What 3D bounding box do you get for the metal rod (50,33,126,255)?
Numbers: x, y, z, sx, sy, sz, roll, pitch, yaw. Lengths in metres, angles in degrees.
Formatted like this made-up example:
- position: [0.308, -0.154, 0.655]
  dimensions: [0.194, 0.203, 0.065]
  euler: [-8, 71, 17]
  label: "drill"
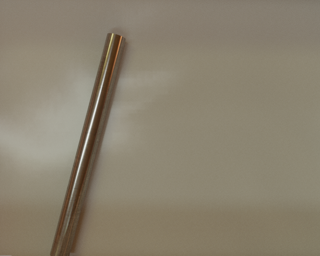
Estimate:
- position: [-0.095, 0.023, 0.410]
  dimensions: [0.025, 0.025, 0.298]
  euler: [15, 90, -1]
  label: "metal rod"
